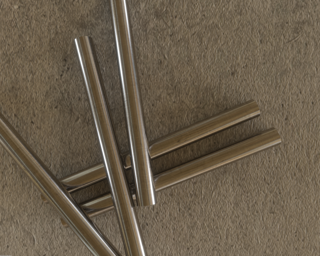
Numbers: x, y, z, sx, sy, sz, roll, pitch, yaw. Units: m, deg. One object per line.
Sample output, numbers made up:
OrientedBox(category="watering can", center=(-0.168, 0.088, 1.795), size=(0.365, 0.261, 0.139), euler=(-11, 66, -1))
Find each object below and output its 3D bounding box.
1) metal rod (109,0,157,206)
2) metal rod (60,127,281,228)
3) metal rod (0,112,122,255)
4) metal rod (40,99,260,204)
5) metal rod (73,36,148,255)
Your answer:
OrientedBox(category="metal rod", center=(-0.038, -0.054, 0.393), size=(0.025, 0.025, 0.298), euler=(-9, 84, 0))
OrientedBox(category="metal rod", center=(0.014, 0.065, 0.409), size=(0.301, 0.025, 0.025), euler=(-21, 90, 0))
OrientedBox(category="metal rod", center=(-0.149, 0.060, 0.386), size=(0.025, 0.025, 0.300), euler=(-43, 82, 0))
OrientedBox(category="metal rod", center=(-0.013, 0.031, 0.409), size=(0.301, 0.025, 0.025), euler=(-22, 90, 0))
OrientedBox(category="metal rod", center=(-0.062, 0.027, 0.386), size=(0.025, 0.025, 0.299), euler=(-16, 81, 0))
